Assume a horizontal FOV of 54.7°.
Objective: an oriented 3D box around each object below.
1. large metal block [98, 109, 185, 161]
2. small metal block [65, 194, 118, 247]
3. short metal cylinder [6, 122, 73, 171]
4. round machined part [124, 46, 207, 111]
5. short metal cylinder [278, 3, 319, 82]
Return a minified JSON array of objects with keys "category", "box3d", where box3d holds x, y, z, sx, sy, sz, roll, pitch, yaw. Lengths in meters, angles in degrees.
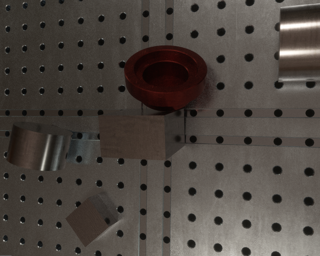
[{"category":"large metal block","box3d":[-0.019,0.004,0.386,0.080,0.080,0.050,1,99,19]},{"category":"small metal block","box3d":[-0.099,0.133,0.446,0.050,0.025,0.050,-43,77,14]},{"category":"short metal cylinder","box3d":[-0.171,0.025,0.442,0.080,0.080,0.050,15,95,19]},{"category":"round machined part","box3d":[0.007,-0.058,0.382,0.098,0.098,0.042,19,139,18]},{"category":"short metal cylinder","box3d":[0.154,-0.089,0.329,0.050,0.080,0.079,1,91,20]}]
